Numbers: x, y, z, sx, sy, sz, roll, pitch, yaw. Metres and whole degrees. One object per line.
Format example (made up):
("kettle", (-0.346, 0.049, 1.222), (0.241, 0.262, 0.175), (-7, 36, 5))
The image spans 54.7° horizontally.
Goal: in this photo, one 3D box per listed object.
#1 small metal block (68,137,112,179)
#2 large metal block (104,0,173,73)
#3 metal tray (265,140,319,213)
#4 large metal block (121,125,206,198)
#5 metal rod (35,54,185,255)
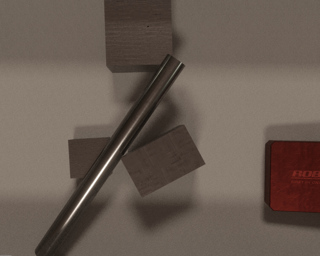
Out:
("small metal block", (-0.092, 0.039, 0.410), (0.050, 0.025, 0.050), (-3, 90, -1))
("large metal block", (-0.026, -0.116, 0.399), (0.081, 0.050, 0.079), (-2, 90, -1))
("metal tray", (0.208, 0.063, 0.404), (0.131, 0.030, 0.089), (1, 90, 6))
("large metal block", (0.003, 0.037, 0.384), (0.080, 0.080, 0.050), (-28, 91, 0))
("metal rod", (-0.066, 0.042, 0.381), (0.025, 0.025, 0.299), (35, 98, -1))
